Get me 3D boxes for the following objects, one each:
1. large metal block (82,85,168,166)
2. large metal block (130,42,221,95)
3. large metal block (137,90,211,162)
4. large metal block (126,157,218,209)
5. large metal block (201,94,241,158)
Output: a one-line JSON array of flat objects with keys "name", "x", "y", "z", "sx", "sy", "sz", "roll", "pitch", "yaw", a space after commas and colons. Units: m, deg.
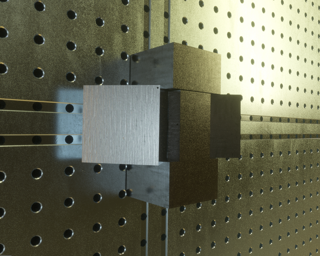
[{"name": "large metal block", "x": -0.036, "y": -0.004, "z": 0.337, "sx": 0.050, "sy": 0.080, "sz": 0.079, "roll": 1, "pitch": 90, "yaw": -80}, {"name": "large metal block", "x": 0.019, "y": -0.068, "z": 0.390, "sx": 0.081, "sy": 0.080, "sz": 0.050, "roll": 1, "pitch": 90, "yaw": -40}, {"name": "large metal block", "x": 0.015, "y": -0.002, "z": 0.387, "sx": 0.050, "sy": 0.080, "sz": 0.079, "roll": 1, "pitch": 89, "yaw": -40}, {"name": "large metal block", "x": 0.015, "y": 0.062, "z": 0.386, "sx": 0.081, "sy": 0.080, "sz": 0.050, "roll": 1, "pitch": 90, "yaw": -40}, {"name": "large metal block", "x": 0.074, "y": -0.002, "z": 0.427, "sx": 0.050, "sy": 0.080, "sz": 0.079, "roll": 1, "pitch": 89, "yaw": -3}]
